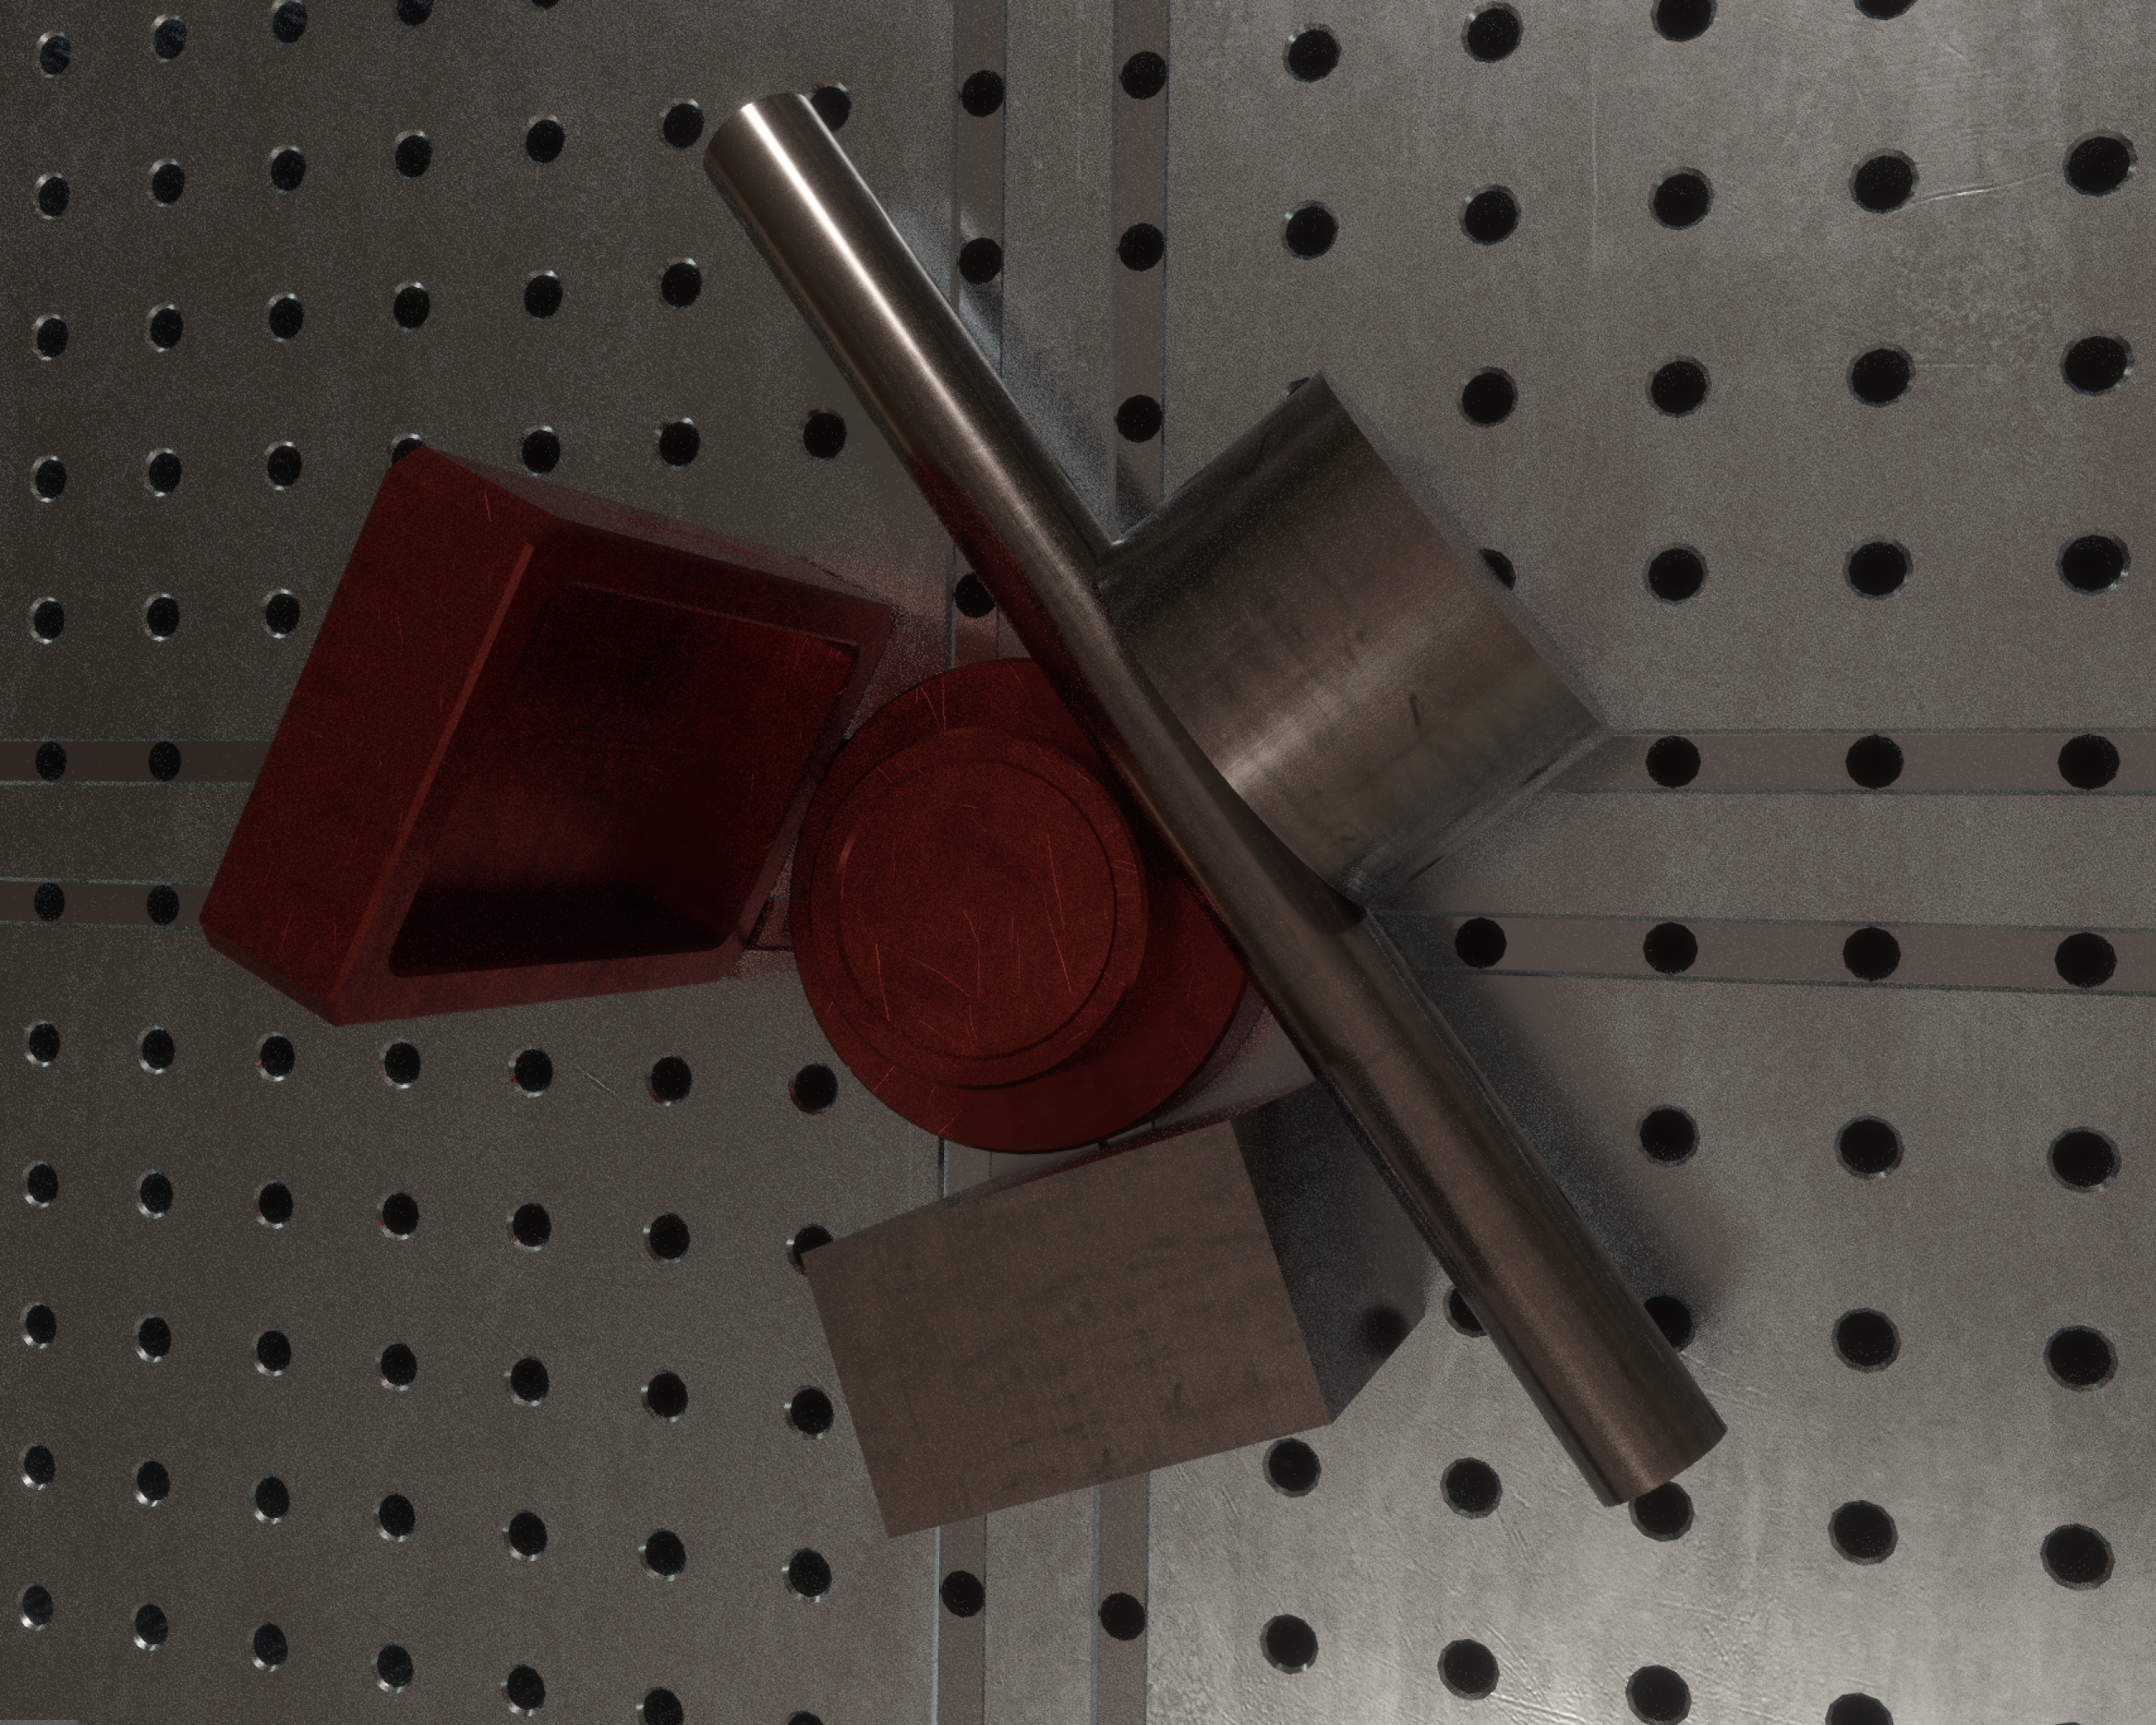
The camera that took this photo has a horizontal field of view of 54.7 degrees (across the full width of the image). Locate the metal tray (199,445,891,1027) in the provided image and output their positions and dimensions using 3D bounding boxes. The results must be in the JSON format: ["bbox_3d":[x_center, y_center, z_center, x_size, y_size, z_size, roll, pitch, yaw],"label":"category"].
[{"bbox_3d":[-0.091,-0.020,0.388,0.030,0.130,0.090,29,99,17],"label":"metal tray"}]

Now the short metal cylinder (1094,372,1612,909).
[{"bbox_3d":[0.048,-0.039,0.365,0.050,0.080,0.080,-39,78,16],"label":"short metal cylinder"}]

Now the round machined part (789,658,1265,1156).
[{"bbox_3d":[-0.013,0.009,0.407,0.098,0.042,0.097,0,90,19],"label":"round machined part"}]

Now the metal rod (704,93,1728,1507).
[{"bbox_3d":[0.019,-0.020,0.383,0.025,0.025,0.299,-37,79,16],"label":"metal rod"}]

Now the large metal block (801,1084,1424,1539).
[{"bbox_3d":[0.010,0.077,0.379,0.080,0.080,0.050,-20,84,18],"label":"large metal block"}]
